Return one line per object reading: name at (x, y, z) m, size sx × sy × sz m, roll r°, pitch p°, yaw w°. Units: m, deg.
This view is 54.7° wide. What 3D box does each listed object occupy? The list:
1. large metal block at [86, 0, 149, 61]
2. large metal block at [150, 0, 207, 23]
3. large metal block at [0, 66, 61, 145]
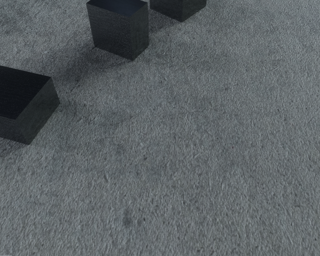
large metal block at (-0.066, -0.168, 0.508) m, size 0.080 × 0.080 × 0.050 m, roll 24°, pitch 54°, yaw 19°
large metal block at (0.036, -0.259, 0.605) m, size 0.080 × 0.050 × 0.080 m, roll 33°, pitch 57°, yaw 24°
large metal block at (-0.195, -0.032, 0.412) m, size 0.080 × 0.050 × 0.080 m, roll 14°, pitch 51°, yaw 11°
